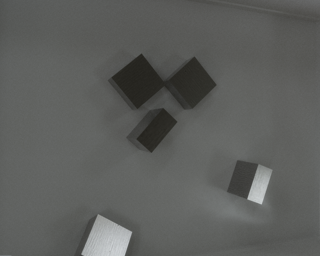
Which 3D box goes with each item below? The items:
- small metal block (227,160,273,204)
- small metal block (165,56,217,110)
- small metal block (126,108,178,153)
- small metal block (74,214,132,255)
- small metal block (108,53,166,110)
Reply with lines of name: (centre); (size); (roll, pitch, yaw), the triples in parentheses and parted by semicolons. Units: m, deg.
small metal block: (0.128, 0.076, 0.444); (0.025, 0.050, 0.050); (23, 83, -19)
small metal block: (0.040, -0.061, 0.425); (0.050, 0.025, 0.050); (-44, 104, -15)
small metal block: (-0.012, 0.003, 0.393); (0.025, 0.050, 0.050); (44, 76, -15)
small metal block: (-0.068, 0.141, 0.373); (0.050, 0.025, 0.050); (34, 46, -17)
small metal block: (-0.030, -0.059, 0.399); (0.050, 0.025, 0.050); (-42, 104, -15)
